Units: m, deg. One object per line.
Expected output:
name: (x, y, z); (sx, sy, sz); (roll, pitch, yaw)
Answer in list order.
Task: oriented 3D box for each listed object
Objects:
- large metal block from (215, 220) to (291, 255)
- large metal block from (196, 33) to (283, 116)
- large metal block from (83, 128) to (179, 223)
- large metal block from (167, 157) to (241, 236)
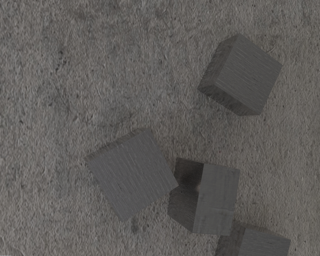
large metal block: (0.129, 0.183, 0.443); (0.080, 0.050, 0.080); (20, 83, -19)
large metal block: (0.112, -0.072, 0.437); (0.080, 0.050, 0.080); (30, 80, -18)
large metal block: (-0.037, 0.054, 0.382); (0.080, 0.050, 0.080); (-30, 100, -18)
large metal block: (0.053, 0.084, 0.399); (0.050, 0.080, 0.080); (12, 86, -20)
